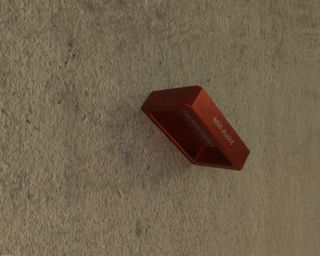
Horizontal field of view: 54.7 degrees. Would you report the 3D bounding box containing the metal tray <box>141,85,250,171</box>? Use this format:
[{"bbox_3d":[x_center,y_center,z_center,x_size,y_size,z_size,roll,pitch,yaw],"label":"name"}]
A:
[{"bbox_3d":[0.047,0.003,0.406,0.130,0.090,0.030,47,62,-30],"label":"metal tray"}]
